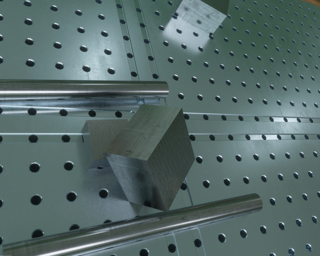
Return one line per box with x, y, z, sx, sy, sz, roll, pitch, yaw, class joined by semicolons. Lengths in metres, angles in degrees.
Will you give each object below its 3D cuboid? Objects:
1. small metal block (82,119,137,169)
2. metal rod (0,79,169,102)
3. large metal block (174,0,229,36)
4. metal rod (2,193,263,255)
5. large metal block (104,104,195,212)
-0.060;0.018;0.365;0.050;0.025;0.050;-3;63;-29;small metal block
-0.124;-0.045;0.368;0.303;0.025;0.025;-4;64;-30;metal rod
0.080;-0.232;0.577;0.080;0.050;0.080;25;53;-13;large metal block
-0.003;0.106;0.341;0.303;0.025;0.025;-3;63;-30;metal rod
-0.006;0.031;0.342;0.050;0.080;0.080;7;44;29;large metal block
